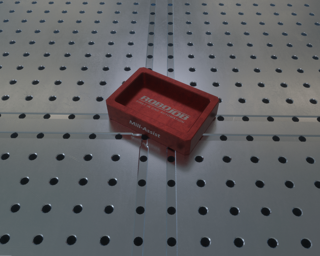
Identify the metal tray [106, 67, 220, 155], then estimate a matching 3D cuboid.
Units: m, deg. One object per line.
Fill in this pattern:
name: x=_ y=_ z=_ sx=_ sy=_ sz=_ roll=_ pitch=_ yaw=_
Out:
metal tray: x=0.004 y=-0.028 z=0.428 sx=0.130 sy=0.030 sz=0.090 roll=26 pitch=54 yaw=20
